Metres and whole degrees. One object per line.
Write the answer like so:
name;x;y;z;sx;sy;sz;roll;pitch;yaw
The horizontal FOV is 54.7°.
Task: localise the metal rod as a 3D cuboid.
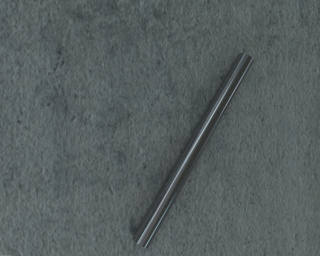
metal rod;0.051;0.023;0.428;0.025;0.025;0.300;35;79;-17
